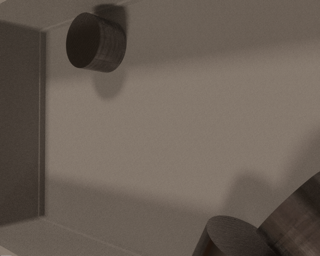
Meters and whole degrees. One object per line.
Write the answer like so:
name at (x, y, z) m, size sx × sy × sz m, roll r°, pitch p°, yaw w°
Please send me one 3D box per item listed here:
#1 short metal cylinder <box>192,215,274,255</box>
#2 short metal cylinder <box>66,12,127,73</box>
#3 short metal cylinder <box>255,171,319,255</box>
short metal cylinder at (0.075, 0.133, 0.308) m, size 0.080 × 0.081 × 0.050 m, roll 32°, pitch 110°, yaw 35°
short metal cylinder at (-0.097, -0.127, 0.468) m, size 0.080 × 0.050 × 0.079 m, roll 0°, pitch 90°, yaw 39°
short metal cylinder at (0.129, 0.083, 0.264) m, size 0.050 × 0.081 × 0.080 m, roll 47°, pitch 118°, yaw 29°
